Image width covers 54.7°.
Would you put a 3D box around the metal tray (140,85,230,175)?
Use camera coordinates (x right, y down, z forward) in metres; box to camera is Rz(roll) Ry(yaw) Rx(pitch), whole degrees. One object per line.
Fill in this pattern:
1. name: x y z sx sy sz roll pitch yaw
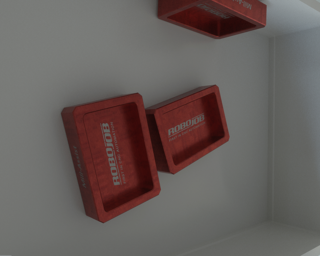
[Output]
1. metal tray: 0.041 -0.002 0.439 0.131 0.030 0.089 -25 106 -37

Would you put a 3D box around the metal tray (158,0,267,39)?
1. metal tray: 0.073 -0.161 0.427 0.131 0.090 0.030 3 88 -40

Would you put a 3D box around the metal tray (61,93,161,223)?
1. metal tray: -0.053 0.031 0.360 0.091 0.030 0.129 -19 102 -39
